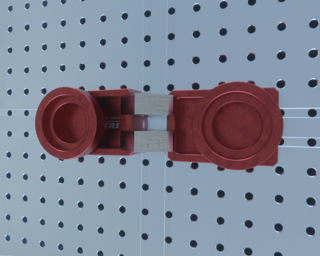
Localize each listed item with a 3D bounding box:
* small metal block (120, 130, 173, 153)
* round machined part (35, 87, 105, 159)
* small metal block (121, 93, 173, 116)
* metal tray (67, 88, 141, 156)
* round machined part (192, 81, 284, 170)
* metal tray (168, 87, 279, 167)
[{"bbox_3d":[-0.018,0.016,0.390,0.050,0.050,0.025,-178,89,-64],"label":"small metal block"},{"bbox_3d":[-0.120,-0.007,0.433,0.098,0.042,0.097,0,90,20],"label":"round machined part"},{"bbox_3d":[-0.017,-0.029,0.390,0.050,0.050,0.025,-178,89,-64],"label":"small metal block"},{"bbox_3d":[-0.094,-0.008,0.444,0.130,0.030,0.089,-1,92,20],"label":"metal tray"},{"bbox_3d":[0.090,-0.003,0.358,0.098,0.042,0.097,0,90,20],"label":"round machined part"},{"bbox_3d":[0.077,-0.002,0.383,0.130,0.030,0.089,1,90,19],"label":"metal tray"}]
